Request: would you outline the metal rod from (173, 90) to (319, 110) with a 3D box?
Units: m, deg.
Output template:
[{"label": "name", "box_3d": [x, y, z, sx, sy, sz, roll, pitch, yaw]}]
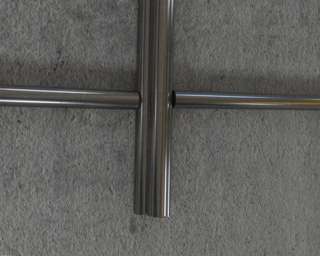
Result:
[{"label": "metal rod", "box_3d": [0.158, -0.040, 0.470, 0.303, 0.025, 0.025, -1, 90, -21]}]

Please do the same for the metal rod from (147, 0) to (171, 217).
[{"label": "metal rod", "box_3d": [-0.001, -0.040, 0.389, 0.025, 0.025, 0.298, 1, 90, -20]}]

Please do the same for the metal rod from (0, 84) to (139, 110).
[{"label": "metal rod", "box_3d": [-0.172, -0.037, 0.346, 0.303, 0.025, 0.025, 0, 90, -21]}]

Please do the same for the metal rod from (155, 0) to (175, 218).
[{"label": "metal rod", "box_3d": [0.004, -0.033, 0.414, 0.025, 0.025, 0.298, 1, 90, -20]}]

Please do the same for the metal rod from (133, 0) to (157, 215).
[{"label": "metal rod", "box_3d": [-0.019, -0.039, 0.405, 0.025, 0.025, 0.298, 1, 90, -20]}]
